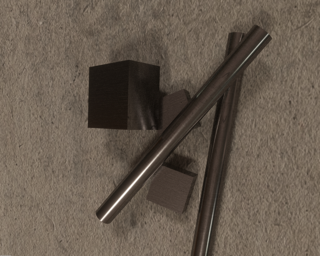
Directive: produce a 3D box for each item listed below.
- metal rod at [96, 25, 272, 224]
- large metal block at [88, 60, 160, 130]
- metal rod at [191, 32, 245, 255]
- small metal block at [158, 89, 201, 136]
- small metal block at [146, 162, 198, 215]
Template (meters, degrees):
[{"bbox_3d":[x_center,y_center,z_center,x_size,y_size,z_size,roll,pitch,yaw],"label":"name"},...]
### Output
[{"bbox_3d":[0.019,0.006,0.375,0.025,0.025,0.299,44,104,14],"label":"metal rod"},{"bbox_3d":[-0.047,-0.039,0.396,0.080,0.050,0.079,2,91,44],"label":"large metal block"},{"bbox_3d":[0.072,0.034,0.383,0.025,0.025,0.298,10,93,19],"label":"metal rod"},{"bbox_3d":[0.019,-0.017,0.402,0.050,0.025,0.050,-21,83,18],"label":"small metal block"},{"bbox_3d":[0.016,0.077,0.403,0.050,0.025,0.050,19,96,18],"label":"small metal block"}]
